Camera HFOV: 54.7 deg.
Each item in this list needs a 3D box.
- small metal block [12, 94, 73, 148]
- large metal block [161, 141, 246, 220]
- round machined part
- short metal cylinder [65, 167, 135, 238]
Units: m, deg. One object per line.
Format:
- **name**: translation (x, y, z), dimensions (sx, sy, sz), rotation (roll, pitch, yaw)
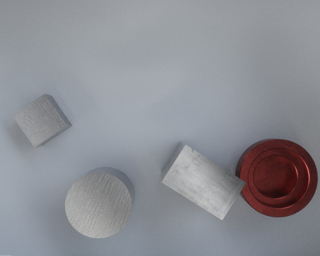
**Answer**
- **small metal block**: translation (-0.154, -0.010, 0.409), dimensions (0.050, 0.025, 0.050), rotation (-34, 90, 0)
- **large metal block**: translation (0.049, 0.060, 0.385), dimensions (0.080, 0.080, 0.050), rotation (32, 90, -1)
- **round machined part**: translation (0.147, 0.063, 0.405), dimensions (0.099, 0.042, 0.097), rotation (0, 90, -1)
- **short metal cylinder**: translation (-0.074, 0.093, 0.398), dimensions (0.081, 0.050, 0.079), rotation (0, 90, -1)
